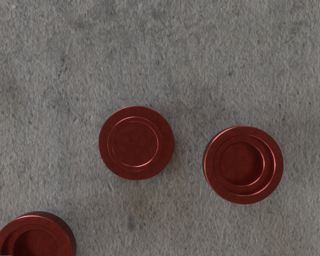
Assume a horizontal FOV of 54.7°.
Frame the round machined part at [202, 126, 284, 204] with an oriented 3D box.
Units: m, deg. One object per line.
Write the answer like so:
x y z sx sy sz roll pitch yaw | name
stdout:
0.104 0.046 0.403 0.099 0.042 0.097 0 90 -1 | round machined part

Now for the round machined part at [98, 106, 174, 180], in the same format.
-0.031 0.020 0.401 0.099 0.042 0.097 0 90 -1 | round machined part

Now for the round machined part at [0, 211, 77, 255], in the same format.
-0.157 0.156 0.400 0.099 0.042 0.097 0 90 -1 | round machined part
